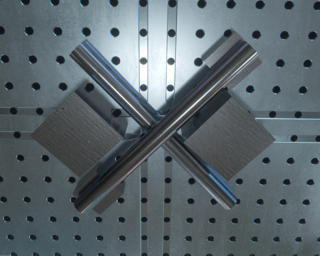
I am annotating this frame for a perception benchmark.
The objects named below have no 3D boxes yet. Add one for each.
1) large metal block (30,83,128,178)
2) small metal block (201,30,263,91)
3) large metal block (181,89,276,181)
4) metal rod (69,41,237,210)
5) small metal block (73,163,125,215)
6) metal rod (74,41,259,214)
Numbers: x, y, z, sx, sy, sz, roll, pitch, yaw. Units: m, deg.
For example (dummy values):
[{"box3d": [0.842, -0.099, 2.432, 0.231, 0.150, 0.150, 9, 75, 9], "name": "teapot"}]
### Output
[{"box3d": [-0.101, 0.002, 0.400, 0.080, 0.050, 0.080, -41, 105, 13], "name": "large metal block"}, {"box3d": [0.088, -0.084, 0.384, 0.050, 0.025, 0.050, -42, 105, 14], "name": "small metal block"}, {"box3d": [0.086, 0.008, 0.404, 0.080, 0.050, 0.080, 41, 105, -14], "name": "large metal block"}, {"box3d": [0.001, 0.007, 0.415, 0.025, 0.025, 0.300, -41, 105, 13], "name": "metal rod"}, {"box3d": [-0.087, 0.088, 0.445, 0.050, 0.025, 0.050, 43, 104, -14], "name": "small metal block"}, {"box3d": [-0.002, 0.009, 0.389, 0.299, 0.025, 0.025, -43, 105, 14], "name": "metal rod"}]
